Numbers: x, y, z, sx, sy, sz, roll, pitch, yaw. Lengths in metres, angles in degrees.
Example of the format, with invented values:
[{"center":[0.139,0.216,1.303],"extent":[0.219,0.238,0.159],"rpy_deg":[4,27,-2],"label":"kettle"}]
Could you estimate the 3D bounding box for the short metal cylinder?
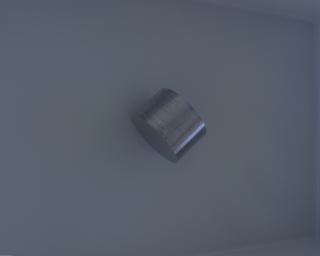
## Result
[{"center":[0.010,-0.003,0.383],"extent":[0.050,0.080,0.080],"rpy_deg":[-43,104,-15],"label":"short metal cylinder"}]
